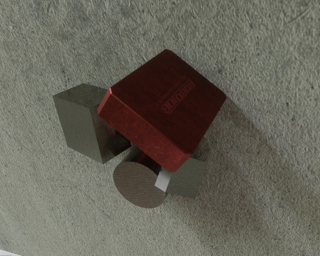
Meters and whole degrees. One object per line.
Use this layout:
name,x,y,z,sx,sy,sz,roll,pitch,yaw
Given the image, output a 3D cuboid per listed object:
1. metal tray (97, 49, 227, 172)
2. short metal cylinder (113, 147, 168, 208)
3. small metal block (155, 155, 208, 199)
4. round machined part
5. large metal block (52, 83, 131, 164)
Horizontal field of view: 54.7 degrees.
metal tray,0.010,-0.026,0.317,0.090,0.131,0.030,39,129,1
short metal cylinder,-0.019,0.067,0.443,0.080,0.050,0.079,13,124,20
small metal block,0.028,0.060,0.399,0.050,0.050,0.025,21,178,-34
round machined part,-0.006,-0.008,0.395,0.098,0.042,0.097,13,124,20
large metal block,-0.091,-0.008,0.417,0.080,0.050,0.079,18,128,38
